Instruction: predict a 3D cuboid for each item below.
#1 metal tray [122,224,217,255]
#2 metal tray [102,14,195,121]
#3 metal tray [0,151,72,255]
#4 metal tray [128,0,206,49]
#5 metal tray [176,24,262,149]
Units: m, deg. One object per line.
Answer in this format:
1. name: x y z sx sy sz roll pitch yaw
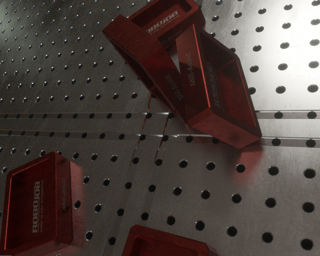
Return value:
1. metal tray: -0.004 0.170 0.301 0.090 0.030 0.130 5 64 30
2. metal tray: -0.008 -0.071 0.387 0.030 0.130 0.090 -44 51 -2
3. metal tray: -0.170 0.106 0.426 0.090 0.030 0.130 -24 53 13
4. metal tray: -0.003 -0.169 0.508 0.130 0.030 0.090 -33 52 6
5. metal tray: 0.066 -0.049 0.358 0.030 0.090 0.130 -34 47 37
